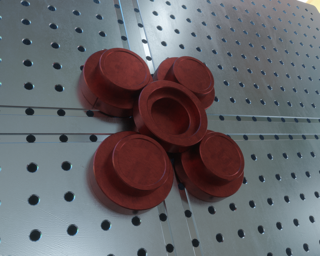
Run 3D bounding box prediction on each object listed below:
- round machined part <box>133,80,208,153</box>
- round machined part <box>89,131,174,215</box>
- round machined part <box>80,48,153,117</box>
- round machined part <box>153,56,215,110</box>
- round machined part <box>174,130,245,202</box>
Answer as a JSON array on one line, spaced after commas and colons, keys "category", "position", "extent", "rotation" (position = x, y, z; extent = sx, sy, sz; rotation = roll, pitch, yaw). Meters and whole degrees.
[{"category": "round machined part", "position": [0.010, -0.011, 0.409], "extent": [0.099, 0.042, 0.098], "rotation": [14, 56, -21]}, {"category": "round machined part", "position": [-0.028, 0.046, 0.356], "extent": [0.099, 0.042, 0.098], "rotation": [14, 56, -21]}, {"category": "round machined part", "position": [-0.052, -0.067, 0.410], "extent": [0.099, 0.042, 0.098], "rotation": [14, 56, -21]}, {"category": "round machined part", "position": [0.041, -0.068, 0.462], "extent": [0.099, 0.042, 0.098], "rotation": [14, 56, -21]}, {"category": "round machined part", "position": [0.072, 0.044, 0.410], "extent": [0.099, 0.042, 0.098], "rotation": [14, 56, -21]}]
